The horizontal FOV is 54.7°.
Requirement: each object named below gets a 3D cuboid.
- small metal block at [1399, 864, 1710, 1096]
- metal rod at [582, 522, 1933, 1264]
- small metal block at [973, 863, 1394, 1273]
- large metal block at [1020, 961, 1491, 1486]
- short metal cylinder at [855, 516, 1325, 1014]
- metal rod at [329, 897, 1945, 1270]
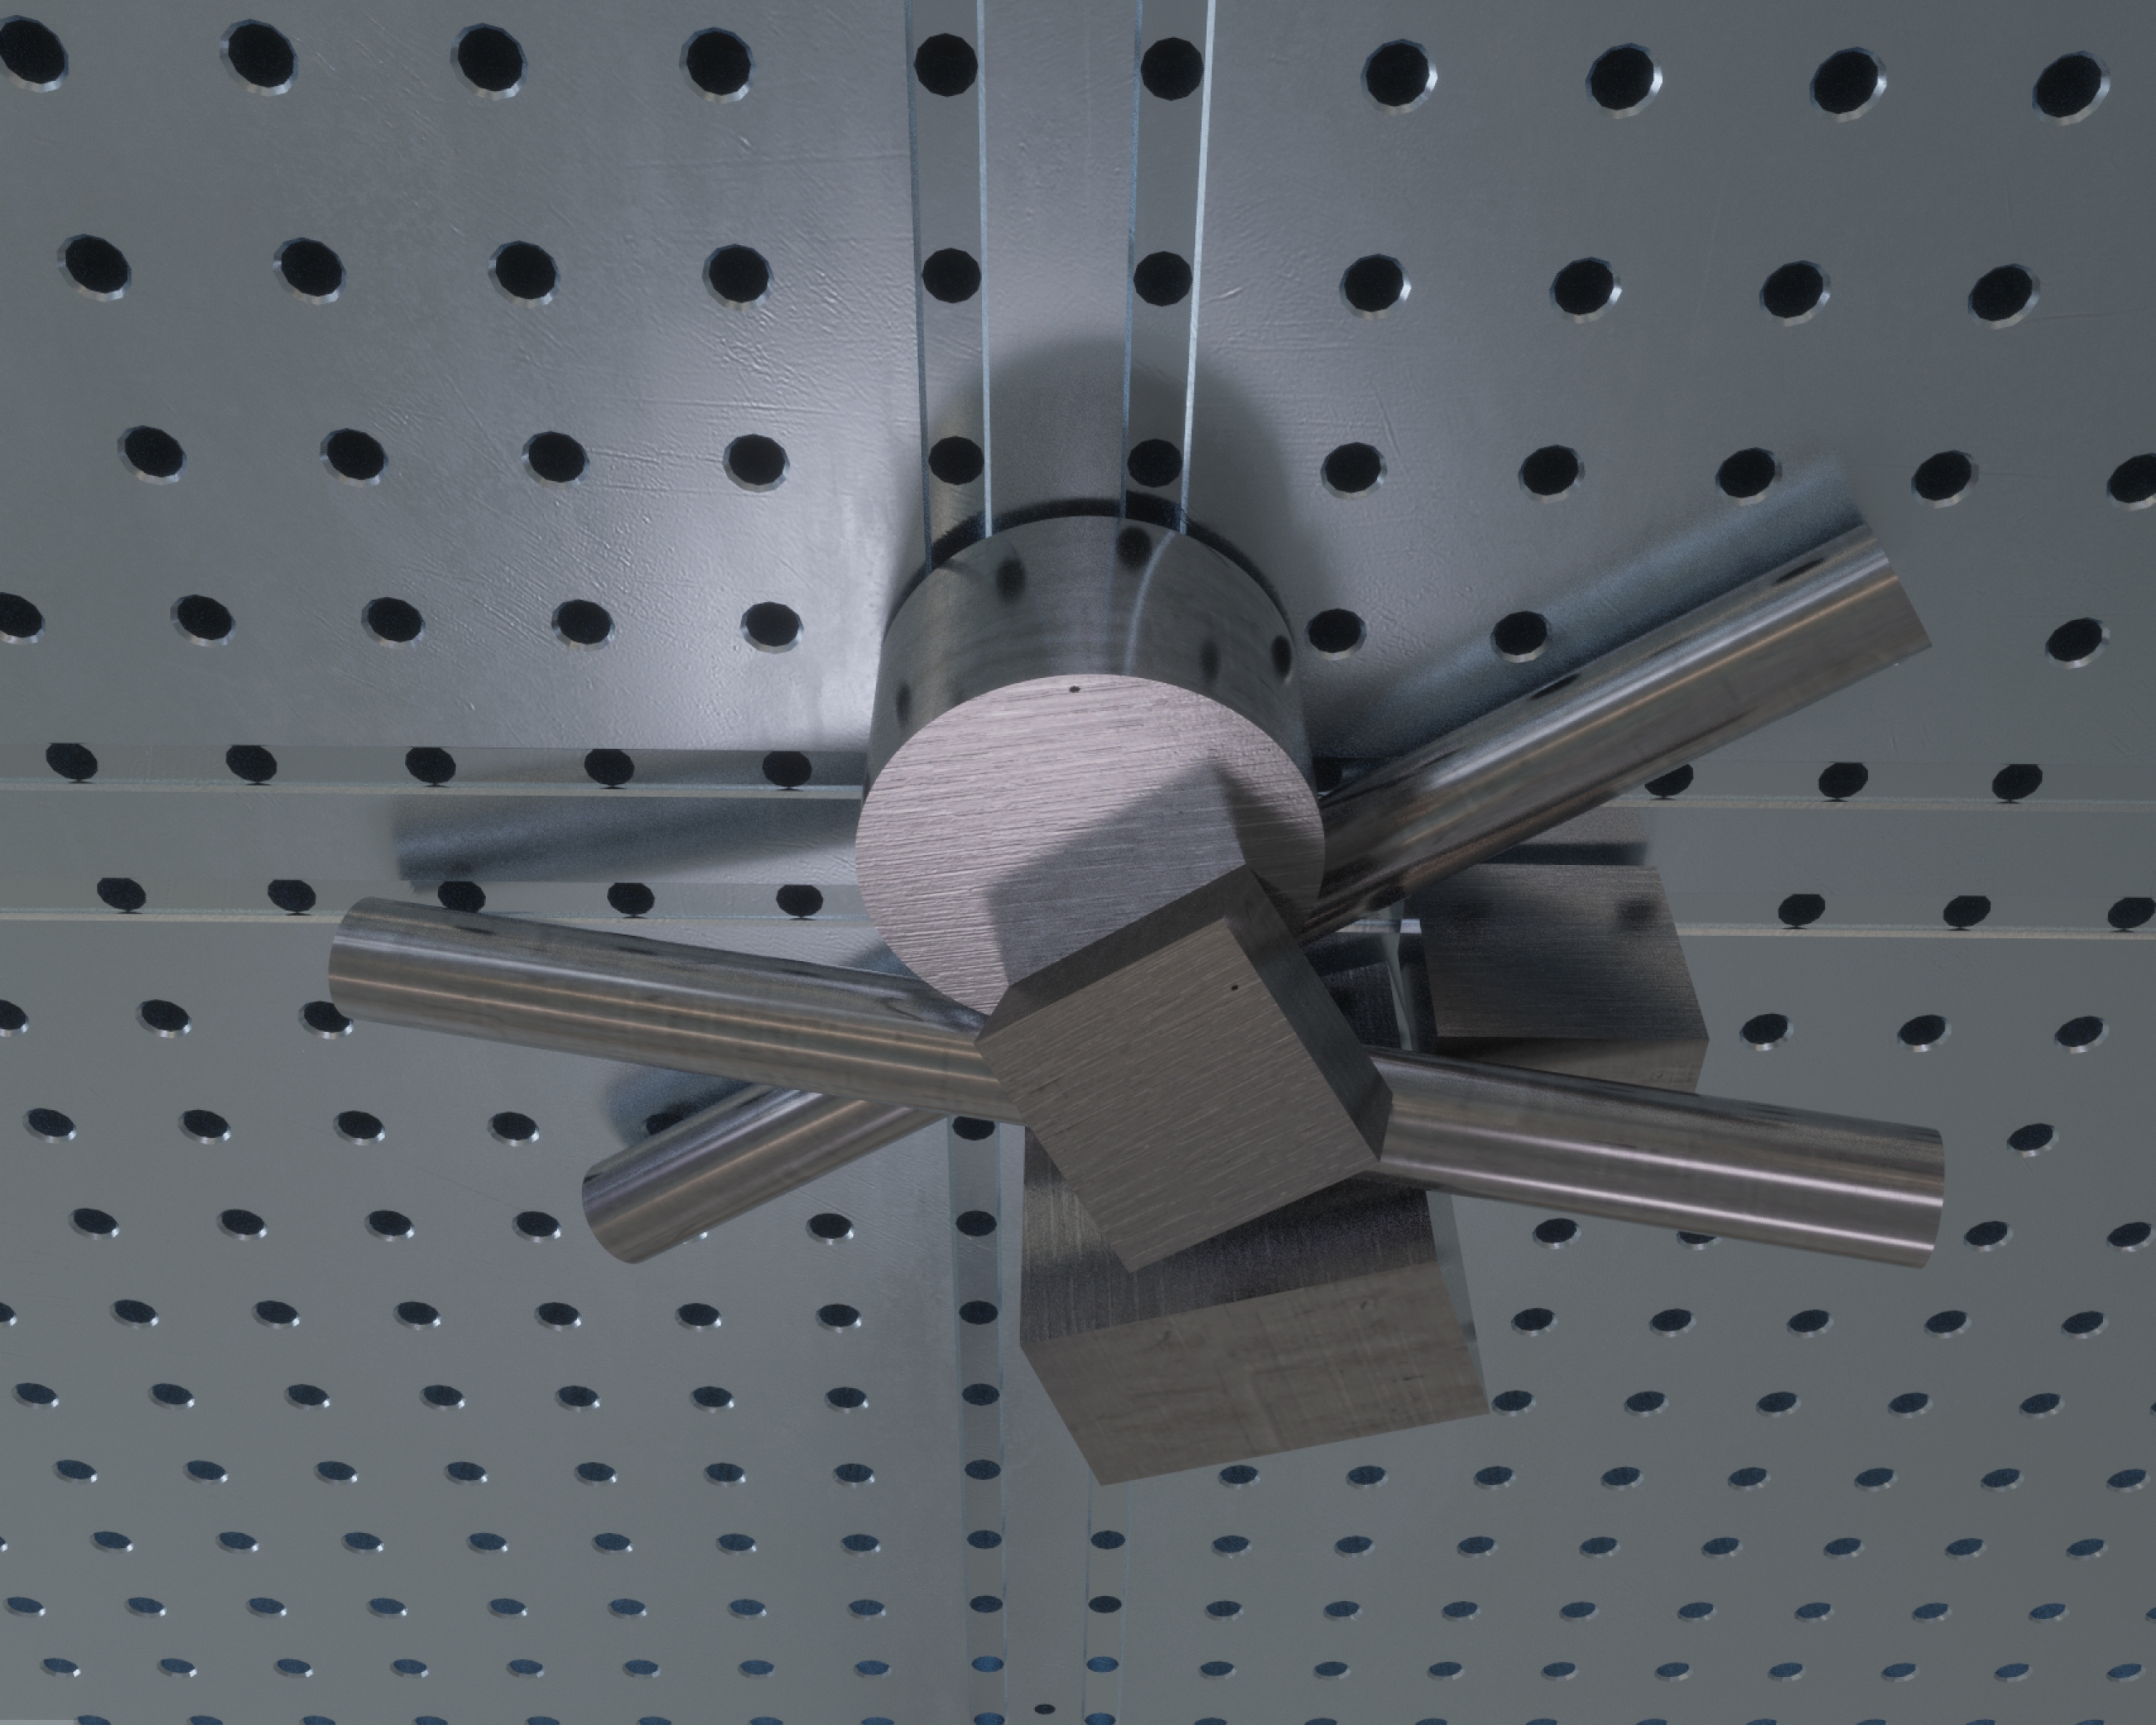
[{"bbox_3d":[0.092,0.026,0.414,0.050,0.050,0.025,1,130,0],"label":"small metal block"},{"bbox_3d":[0.021,0.015,0.421,0.300,0.025,0.025,-27,125,21],"label":"metal rod"},{"bbox_3d":[0.019,0.036,0.361,0.050,0.025,0.050,-28,102,22],"label":"small metal block"},{"bbox_3d":[0.035,0.074,0.433,0.080,0.080,0.050,-14,129,11],"label":"large metal block"},{"bbox_3d":[0.002,-0.015,0.377,0.081,0.050,0.079,0,129,0],"label":"short metal cylinder"},{"bbox_3d":[0.003,0.039,0.394,0.301,0.025,0.025,8,131,10],"label":"metal rod"}]
